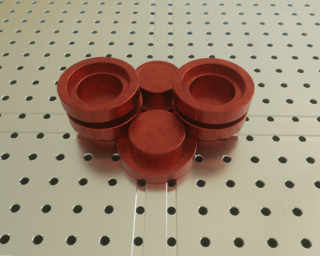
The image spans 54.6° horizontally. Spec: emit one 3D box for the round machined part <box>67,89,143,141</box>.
[{"bbox_3d":[-0.072,-0.022,0.414,0.099,0.042,0.098,0,50,0],"label":"round machined part"}]

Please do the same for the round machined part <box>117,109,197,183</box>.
[{"bbox_3d":[-0.004,0.015,0.383,0.099,0.042,0.098,0,50,0],"label":"round machined part"}]

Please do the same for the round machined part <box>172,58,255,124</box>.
[{"bbox_3d":[0.064,-0.041,0.389,0.099,0.042,0.098,0,50,0],"label":"round machined part"}]

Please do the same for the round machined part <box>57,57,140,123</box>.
[{"bbox_3d":[-0.074,-0.043,0.390,0.099,0.042,0.098,0,50,0],"label":"round machined part"}]

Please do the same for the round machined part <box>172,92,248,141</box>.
[{"bbox_3d":[0.065,-0.022,0.414,0.099,0.042,0.098,0,50,0],"label":"round machined part"}]

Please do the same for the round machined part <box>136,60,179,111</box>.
[{"bbox_3d":[-0.003,-0.060,0.447,0.099,0.042,0.098,0,50,0],"label":"round machined part"}]
